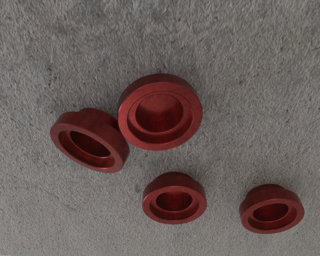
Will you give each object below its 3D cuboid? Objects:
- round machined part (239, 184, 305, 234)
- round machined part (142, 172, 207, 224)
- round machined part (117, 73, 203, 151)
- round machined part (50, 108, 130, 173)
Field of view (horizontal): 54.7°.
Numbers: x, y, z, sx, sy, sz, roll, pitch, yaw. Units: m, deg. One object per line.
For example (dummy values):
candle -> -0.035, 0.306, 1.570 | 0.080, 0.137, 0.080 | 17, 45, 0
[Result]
round machined part -> 0.179, 0.129, 0.507 | 0.099, 0.042, 0.097 | 0, 130, 0
round machined part -> 0.022, 0.106, 0.487 | 0.099, 0.042, 0.097 | 0, 130, 0
round machined part -> -0.002, -0.022, 0.371 | 0.099, 0.042, 0.097 | -5, 128, -6
round machined part -> -0.083, 0.012, 0.390 | 0.098, 0.042, 0.097 | 16, 145, 12
